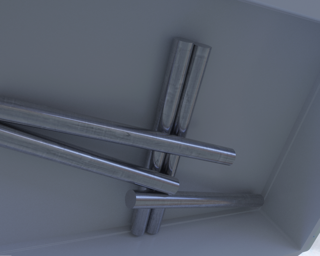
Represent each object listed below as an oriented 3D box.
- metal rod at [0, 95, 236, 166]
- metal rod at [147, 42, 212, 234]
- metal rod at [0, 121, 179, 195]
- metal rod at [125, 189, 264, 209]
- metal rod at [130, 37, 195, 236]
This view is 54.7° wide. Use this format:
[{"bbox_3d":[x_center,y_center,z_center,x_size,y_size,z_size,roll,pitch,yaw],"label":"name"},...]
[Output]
[{"bbox_3d":[-0.033,0.010,0.371,0.302,0.025,0.025,13,112,-27],"label":"metal rod"},{"bbox_3d":[0.019,0.031,0.436,0.025,0.025,0.298,-1,119,-28],"label":"metal rod"},{"bbox_3d":[-0.100,0.032,0.356,0.302,0.025,0.025,23,106,-31],"label":"metal rod"},{"bbox_3d":[0.076,0.116,0.500,0.302,0.025,0.025,12,113,-40],"label":"metal rod"},{"bbox_3d":[-0.004,0.029,0.422,0.025,0.025,0.298,-1,119,-28],"label":"metal rod"}]
